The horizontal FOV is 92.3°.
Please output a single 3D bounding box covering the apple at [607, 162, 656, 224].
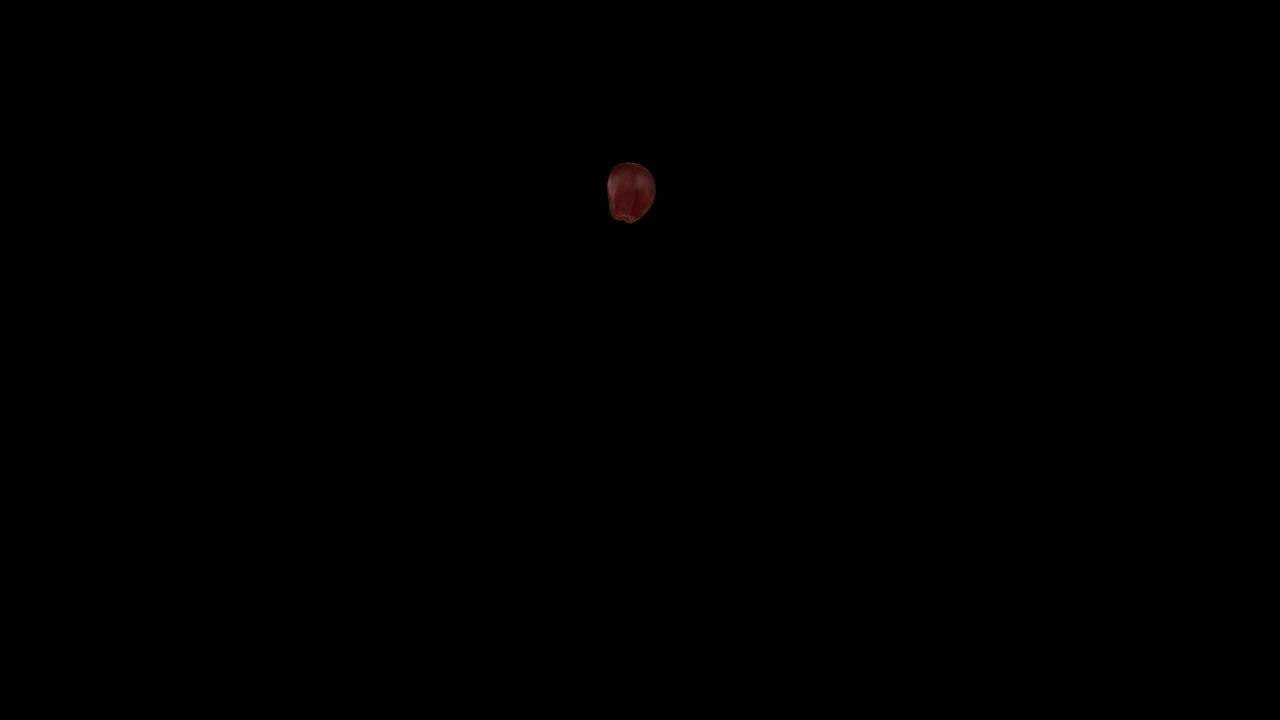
[{"bbox_3d":[-0.015,-0.269,0.984,0.079,0.093,0.079,7,-13,2],"label":"apple"}]
